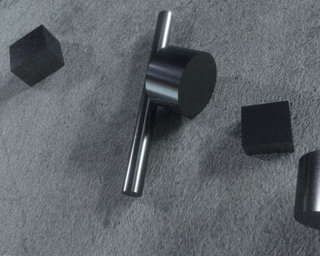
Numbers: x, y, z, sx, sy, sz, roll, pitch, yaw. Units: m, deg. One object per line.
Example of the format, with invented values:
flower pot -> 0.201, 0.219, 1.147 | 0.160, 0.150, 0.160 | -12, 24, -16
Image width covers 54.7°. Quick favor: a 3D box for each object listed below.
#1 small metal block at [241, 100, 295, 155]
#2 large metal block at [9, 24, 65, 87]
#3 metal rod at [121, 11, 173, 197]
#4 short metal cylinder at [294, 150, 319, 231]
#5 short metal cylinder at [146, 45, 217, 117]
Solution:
small metal block -> 0.118, 0.001, 0.341 | 0.050, 0.025, 0.050 | -7, 59, 24
large metal block -> -0.237, -0.139, 0.595 | 0.080, 0.050, 0.080 | -30, 52, 8
metal rod -> -0.012, -0.052, 0.440 | 0.025, 0.025, 0.299 | -5, 59, 25
short metal cylinder -> 0.155, 0.056, 0.253 | 0.080, 0.080, 0.050 | 3, 63, 29
short metal cylinder -> 0.028, -0.060, 0.389 | 0.050, 0.080, 0.080 | 22, 74, 36
